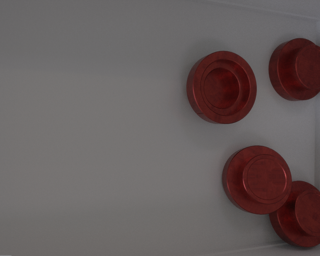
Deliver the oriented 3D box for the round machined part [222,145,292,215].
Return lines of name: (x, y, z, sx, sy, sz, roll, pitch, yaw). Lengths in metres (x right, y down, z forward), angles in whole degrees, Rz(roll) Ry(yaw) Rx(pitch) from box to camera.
round machined part: (0.143, 0.073, 0.440, 0.099, 0.042, 0.098, 2, 79, -8)

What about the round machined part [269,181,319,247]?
round machined part: (0.219, 0.129, 0.468, 0.099, 0.042, 0.098, 6, 71, -17)

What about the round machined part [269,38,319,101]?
round machined part: (0.224, -0.092, 0.483, 0.099, 0.042, 0.097, 0, 90, -20)

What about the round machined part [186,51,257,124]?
round machined part: (0.081, -0.054, 0.431, 0.099, 0.042, 0.097, 0, 90, -20)
